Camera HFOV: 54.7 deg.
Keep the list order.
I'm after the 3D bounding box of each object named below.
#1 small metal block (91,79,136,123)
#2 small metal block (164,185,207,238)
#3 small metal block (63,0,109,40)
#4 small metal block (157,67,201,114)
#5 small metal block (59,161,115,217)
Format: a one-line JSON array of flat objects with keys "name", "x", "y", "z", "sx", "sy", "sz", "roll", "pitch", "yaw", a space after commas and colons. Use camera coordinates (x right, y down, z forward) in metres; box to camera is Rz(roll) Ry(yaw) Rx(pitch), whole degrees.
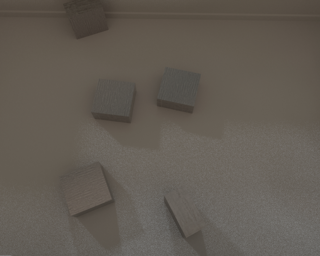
[{"name": "small metal block", "x": -0.062, "y": -0.037, "z": 0.423, "sx": 0.050, "sy": 0.025, "sz": 0.050, "roll": 7, "pitch": 70, "yaw": 2}, {"name": "small metal block", "x": 0.028, "y": 0.098, "z": 0.360, "sx": 0.025, "sy": 0.050, "sz": 0.050, "roll": -26, "pitch": 72, "yaw": -9}, {"name": "small metal block", "x": -0.107, "y": -0.162, "z": 0.455, "sx": 0.050, "sy": 0.050, "sz": 0.025, "roll": -20, "pitch": 72, "yaw": -7}, {"name": "small metal block", "x": 0.026, "y": -0.052, "z": 0.429, "sx": 0.050, "sy": 0.025, "sz": 0.050, "roll": 12, "pitch": 70, "yaw": 4}, {"name": "small metal block", "x": -0.089, "y": 0.076, "z": 0.381, "sx": 0.050, "sy": 0.025, "sz": 0.050, "roll": -21, "pitch": 71, "yaw": -8}]
